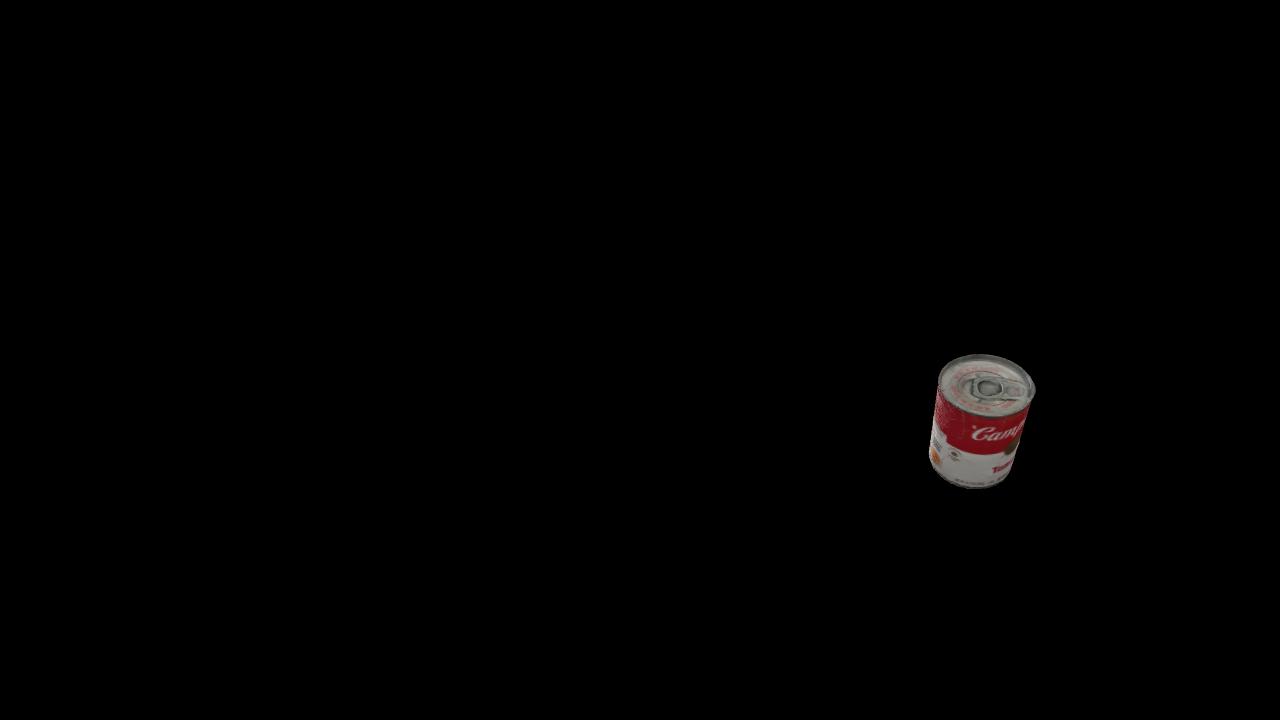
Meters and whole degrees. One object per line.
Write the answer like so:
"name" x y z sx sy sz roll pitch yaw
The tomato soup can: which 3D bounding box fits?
"tomato soup can" 0.282 0.054 0.517 0.068 0.101 0.068 -9 43 9
